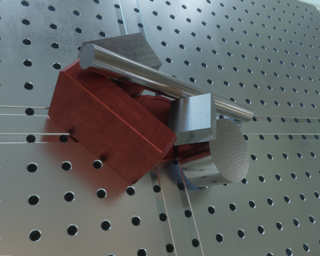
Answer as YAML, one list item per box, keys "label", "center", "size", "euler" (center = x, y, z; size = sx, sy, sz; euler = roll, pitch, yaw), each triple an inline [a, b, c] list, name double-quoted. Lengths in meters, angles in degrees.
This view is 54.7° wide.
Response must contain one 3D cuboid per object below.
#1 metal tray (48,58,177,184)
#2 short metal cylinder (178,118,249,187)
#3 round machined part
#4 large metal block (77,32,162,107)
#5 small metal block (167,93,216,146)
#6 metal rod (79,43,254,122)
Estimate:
- label: "metal tray"
  center: [-0.056, -0.003, 0.338]
  size: [0.130, 0.090, 0.030]
  euler: [40, 51, -2]
- label: "short metal cylinder"
  center: [0.069, 0.033, 0.396]
  size: [0.081, 0.050, 0.080]
  euler: [17, 64, -39]
- label: "round machined part"
  center: [-0.005, -0.003, 0.401]
  size: [0.099, 0.042, 0.098]
  euler: [14, 56, -21]
- label: "large metal block"
  center: [-0.057, -0.066, 0.381]
  size: [0.081, 0.080, 0.050]
  euler: [-23, 75, -37]
- label: "small metal block"
  center: [0.038, -0.010, 0.364]
  size: [0.025, 0.050, 0.050]
  euler: [57, 32, -47]
- label: "metal rod"
  center: [0.036, -0.044, 0.395]
  size: [0.302, 0.025, 0.025]
  euler: [12, 54, -45]
